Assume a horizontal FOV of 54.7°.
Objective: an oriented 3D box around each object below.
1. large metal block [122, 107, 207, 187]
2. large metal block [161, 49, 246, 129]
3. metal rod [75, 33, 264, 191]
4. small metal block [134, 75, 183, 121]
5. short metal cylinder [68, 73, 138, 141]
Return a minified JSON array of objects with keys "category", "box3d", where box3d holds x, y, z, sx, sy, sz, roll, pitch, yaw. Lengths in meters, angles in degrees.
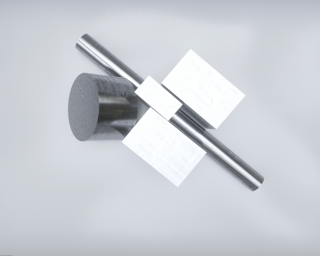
[{"category":"large metal block","box3d":[0.004,0.021,0.383,0.080,0.080,0.050,39,90,-1]},{"category":"large metal block","box3d":[0.048,-0.044,0.384,0.080,0.080,0.050,40,90,-1]},{"category":"metal rod","box3d":[0.013,-0.020,0.411,0.300,0.025,0.025,39,90,-1]},{"category":"small metal block","box3d":[-0.002,-0.034,0.374,0.050,0.050,0.025,41,90,-1]},{"category":"short metal cylinder","box3d":[-0.071,-0.024,0.376,0.050,0.080,0.079,1,90,-40]}]
